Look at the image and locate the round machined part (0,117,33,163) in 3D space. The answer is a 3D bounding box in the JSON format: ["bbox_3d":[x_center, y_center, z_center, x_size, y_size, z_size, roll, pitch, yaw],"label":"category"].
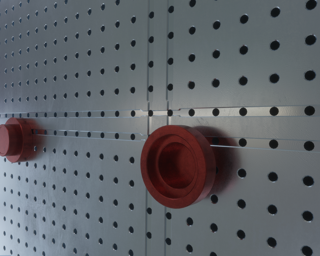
[{"bbox_3d":[-0.317,0.026,0.662,0.098,0.042,0.097,0,90,40],"label":"round machined part"}]

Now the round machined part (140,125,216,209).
[{"bbox_3d":[0.026,0.045,0.378,0.098,0.042,0.097,0,90,40],"label":"round machined part"}]
